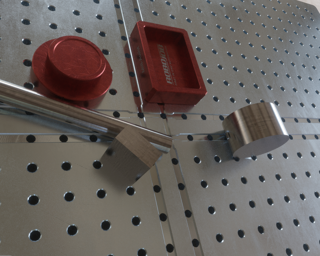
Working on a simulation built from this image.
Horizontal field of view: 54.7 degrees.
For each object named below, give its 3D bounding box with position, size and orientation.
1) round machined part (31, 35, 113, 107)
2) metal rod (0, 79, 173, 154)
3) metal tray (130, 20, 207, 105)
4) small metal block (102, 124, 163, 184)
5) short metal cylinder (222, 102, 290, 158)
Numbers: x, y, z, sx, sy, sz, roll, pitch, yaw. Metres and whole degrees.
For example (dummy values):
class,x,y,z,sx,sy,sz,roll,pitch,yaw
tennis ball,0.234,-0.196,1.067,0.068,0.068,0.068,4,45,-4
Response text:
class,x,y,z,sx,sy,sz,roll,pitch,yaw
round machined part,-0.107,-0.076,0.387,0.099,0.042,0.098,14,56,-21
metal rod,-0.125,-0.024,0.355,0.302,0.025,0.025,19,54,-18
metal tray,0.012,-0.099,0.473,0.091,0.030,0.130,1,61,-28
small metal block,-0.033,0.031,0.357,0.050,0.050,0.025,41,51,-1
short metal cylinder,0.136,0.005,0.445,0.081,0.080,0.050,0,62,-29
